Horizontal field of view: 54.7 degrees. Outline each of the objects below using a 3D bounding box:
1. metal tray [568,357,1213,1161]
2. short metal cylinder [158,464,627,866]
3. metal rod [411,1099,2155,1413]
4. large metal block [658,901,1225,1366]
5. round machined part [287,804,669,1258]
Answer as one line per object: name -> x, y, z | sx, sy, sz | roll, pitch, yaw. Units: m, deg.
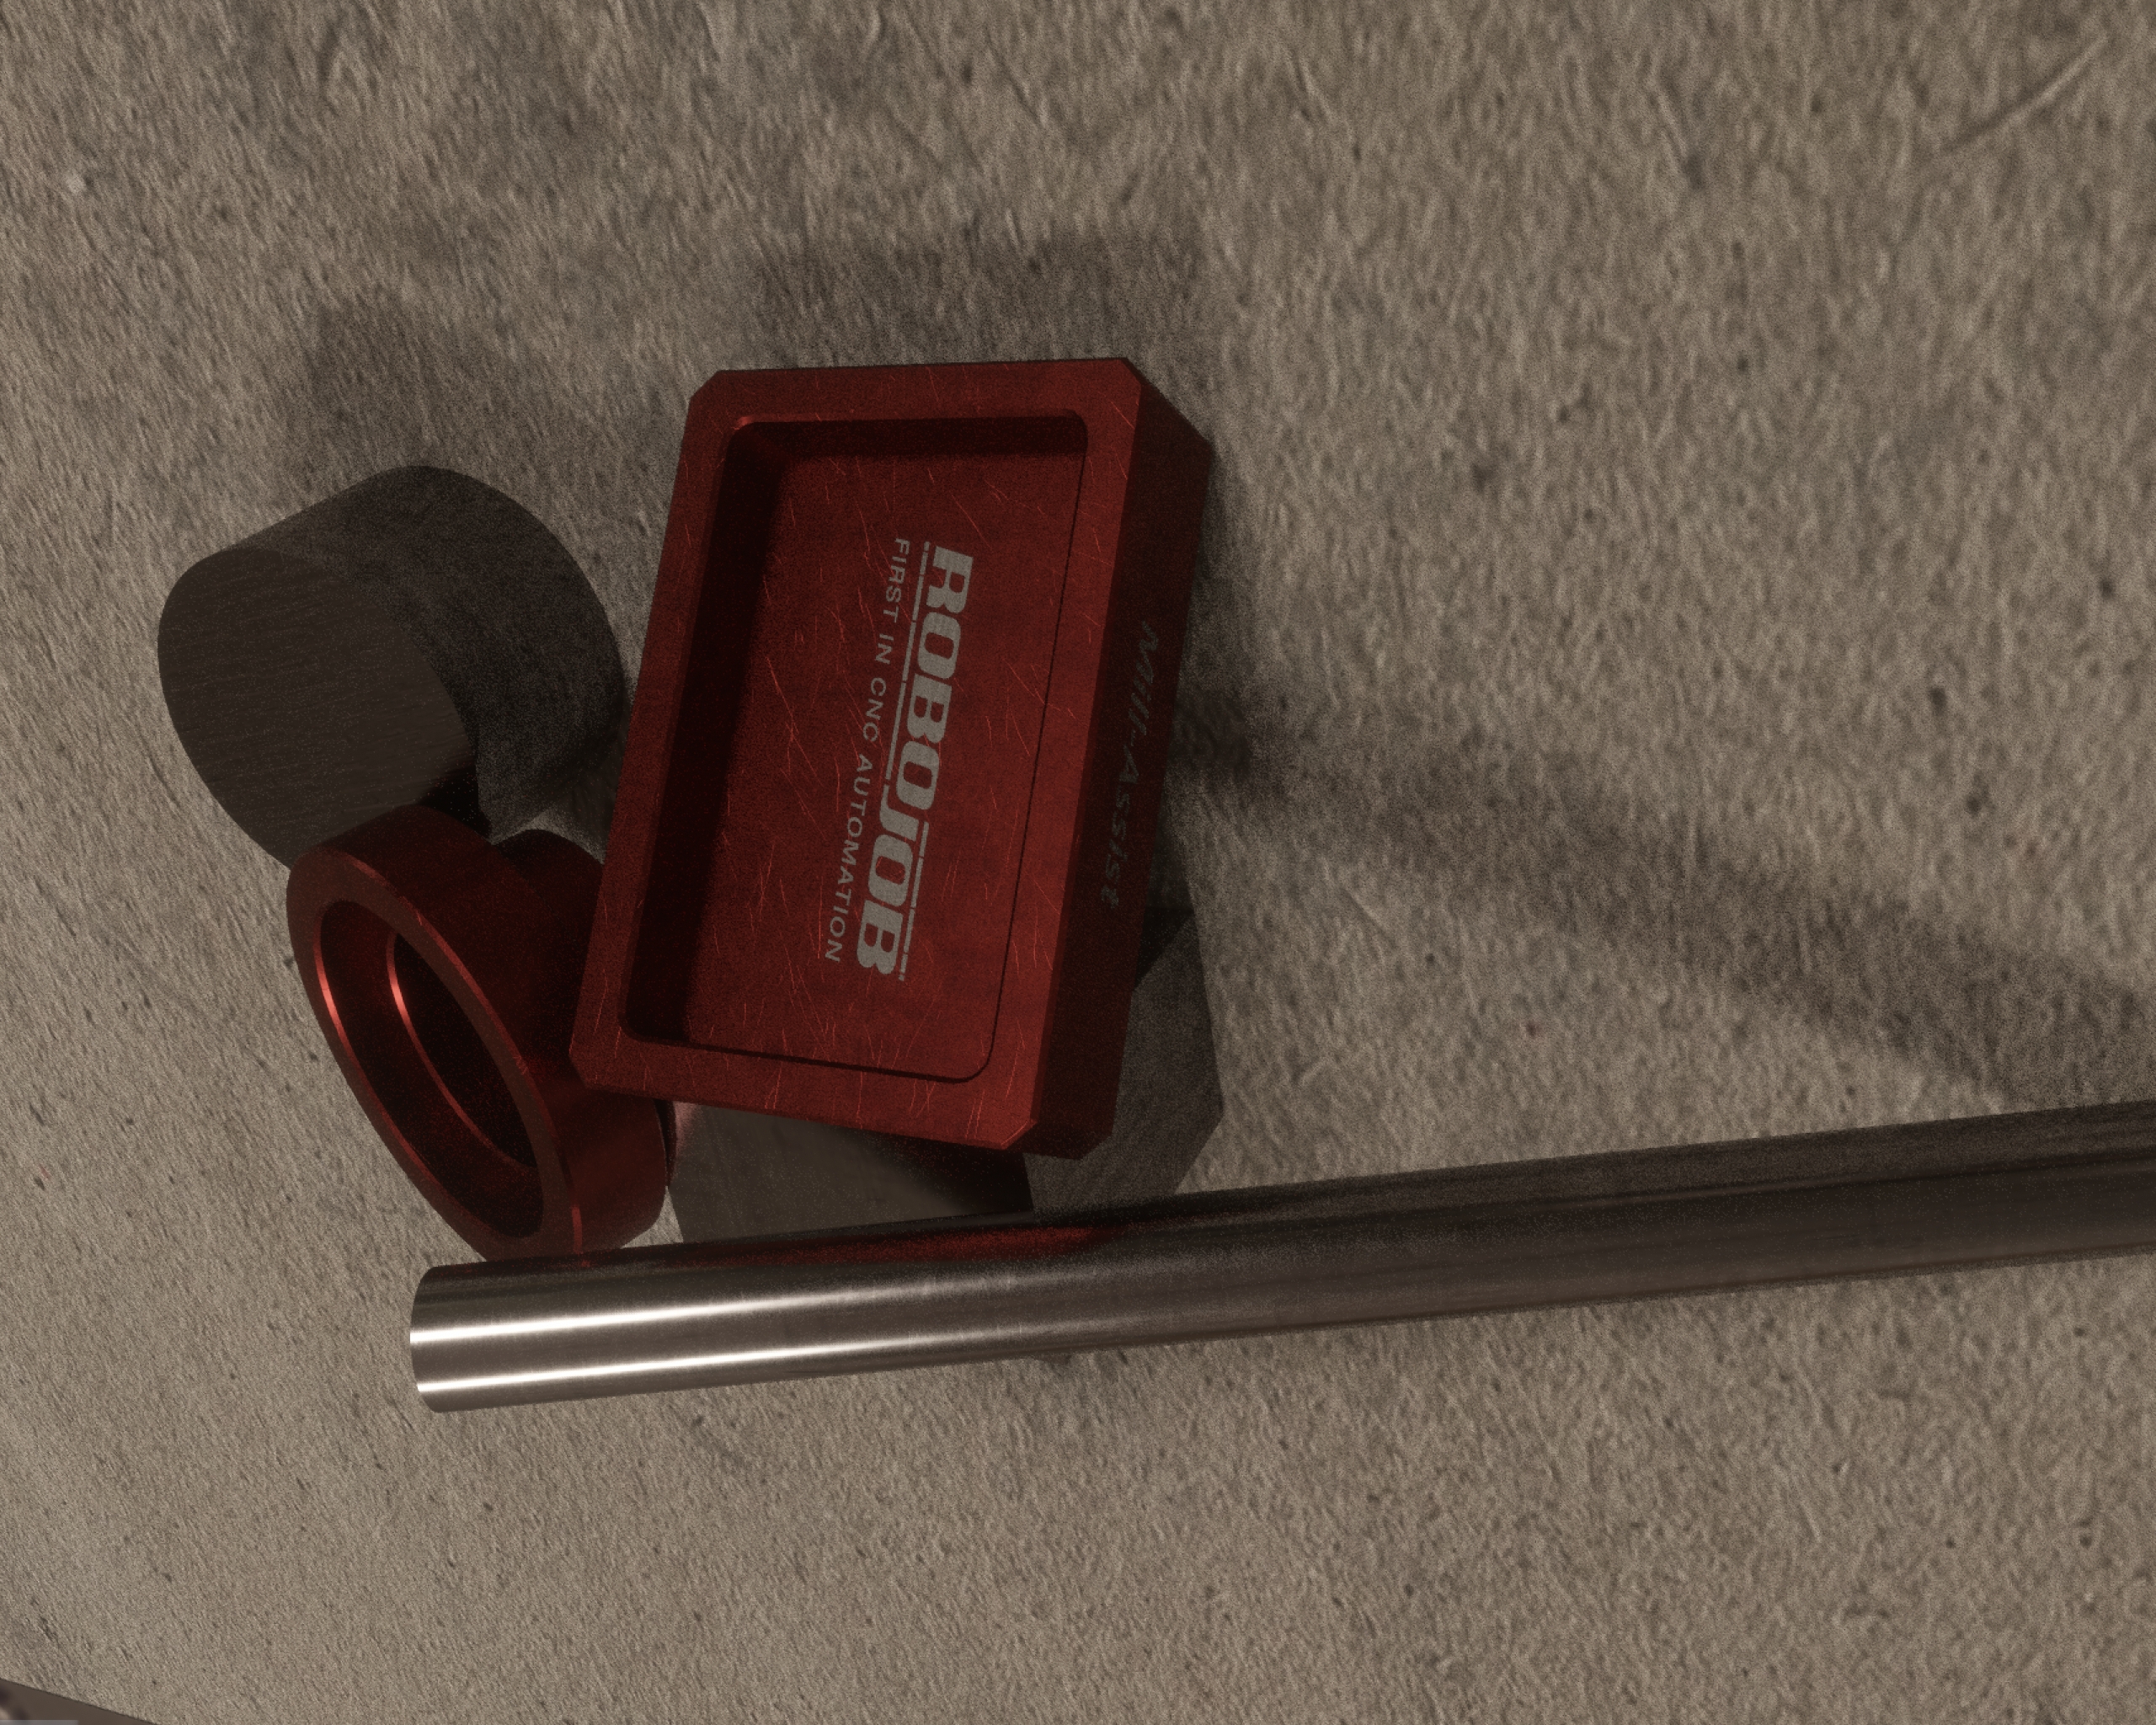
metal tray -> -0.032, -0.019, 0.359 | 0.090, 0.030, 0.129 | 5, 81, 25
short metal cylinder -> -0.144, -0.038, 0.442 | 0.080, 0.050, 0.079 | 13, 124, 20
metal rod -> 0.039, 0.066, 0.351 | 0.302, 0.025, 0.025 | -6, 118, 3
large metal block -> -0.025, 0.047, 0.413 | 0.080, 0.080, 0.050 | 5, 121, 25
round machined part -> -0.112, 0.032, 0.417 | 0.098, 0.042, 0.097 | 30, 136, 34
